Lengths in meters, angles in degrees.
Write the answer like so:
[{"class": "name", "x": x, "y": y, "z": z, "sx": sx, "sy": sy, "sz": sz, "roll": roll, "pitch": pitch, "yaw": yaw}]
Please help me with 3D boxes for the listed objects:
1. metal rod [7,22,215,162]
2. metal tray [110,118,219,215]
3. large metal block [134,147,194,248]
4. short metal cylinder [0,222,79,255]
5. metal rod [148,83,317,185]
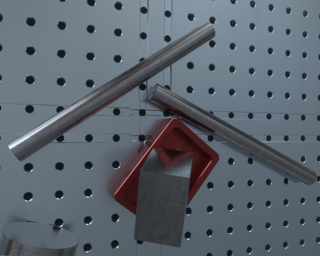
[{"class": "metal rod", "x": -0.048, "y": -0.055, "z": 0.395, "sx": 0.301, "sy": 0.025, "sz": 0.025, "roll": -35, "pitch": 102, "yaw": -17}, {"class": "metal tray", "x": 0.008, "y": 0.062, "z": 0.414, "sx": 0.090, "sy": 0.030, "sz": 0.130, "roll": 41, "pitch": 77, "yaw": -16}, {"class": "large metal block", "x": 0.007, "y": 0.075, "z": 0.356, "sx": 0.050, "sy": 0.080, "sz": 0.079, "roll": 8, "pitch": 105, "yaw": 7}, {"class": "short metal cylinder", "x": -0.134, "y": 0.140, "z": 0.334, "sx": 0.081, "sy": 0.080, "sz": 0.050, "roll": 16, "pitch": 85, "yaw": -20}, {"class": "metal rod", "x": 0.118, "y": 0.017, "z": 0.457, "sx": 0.301, "sy": 0.025, "sz": 0.025, "roll": 27, "pitch": 81, "yaw": -18}]
